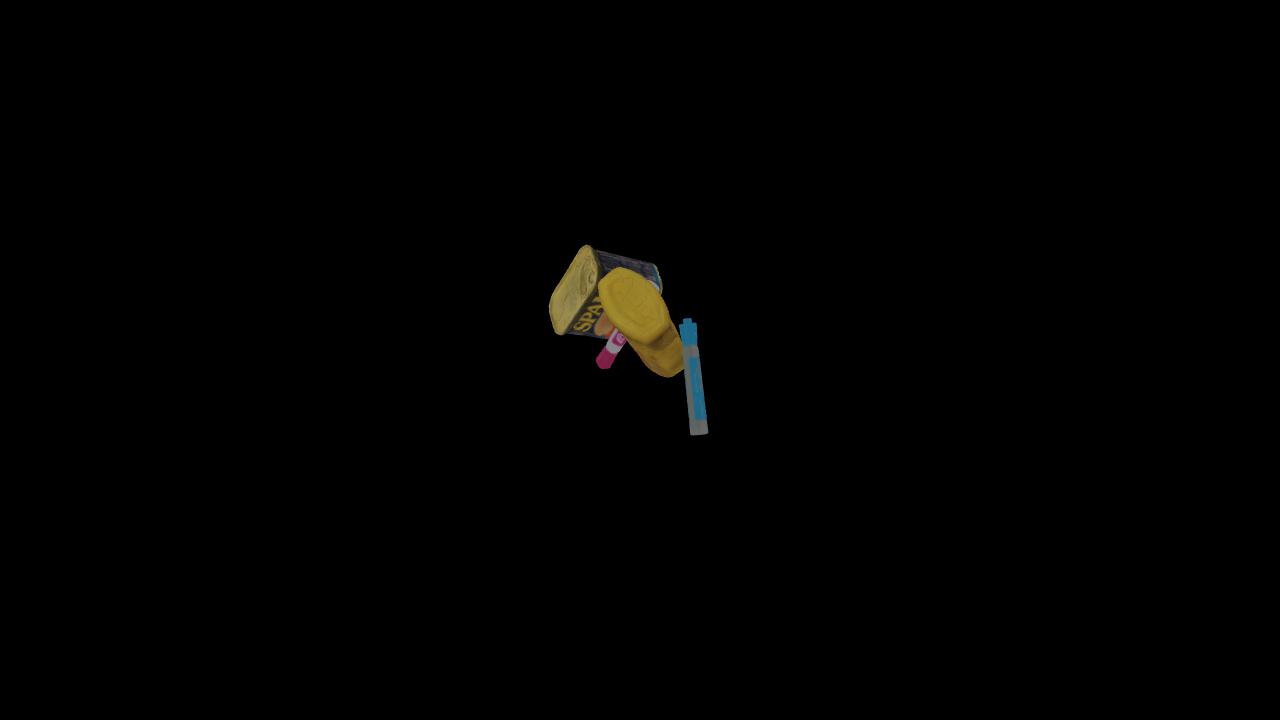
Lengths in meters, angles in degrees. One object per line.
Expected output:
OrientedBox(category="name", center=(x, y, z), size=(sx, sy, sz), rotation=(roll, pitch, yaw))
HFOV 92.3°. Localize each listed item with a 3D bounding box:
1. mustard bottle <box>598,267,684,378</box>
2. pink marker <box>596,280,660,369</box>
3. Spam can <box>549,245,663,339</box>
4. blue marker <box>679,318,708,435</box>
OrientedBox(category="mustard bottle", center=(0.013, -0.025, 0.666), size=(0.092, 0.054, 0.184), rotation=(44, -4, 23))
OrientedBox(category="pink marker", center=(-0.016, -0.034, 0.646), size=(0.020, 0.020, 0.121), rotation=(0, -42, -37))
OrientedBox(category="Spam can", center=(-0.037, -0.068, 0.663), size=(0.085, 0.058, 0.101), rotation=(7, -41, -35))
OrientedBox(category="blue marker", center=(0.055, 0.017, 0.637), size=(0.020, 0.121, 0.020), rotation=(-6, -3, 0))
